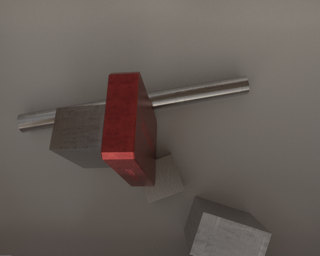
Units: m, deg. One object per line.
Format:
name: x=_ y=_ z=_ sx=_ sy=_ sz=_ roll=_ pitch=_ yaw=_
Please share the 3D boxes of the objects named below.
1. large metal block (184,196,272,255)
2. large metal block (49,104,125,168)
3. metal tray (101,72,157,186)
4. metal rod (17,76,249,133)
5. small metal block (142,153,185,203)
large metal block: x=0.079 y=0.129 z=0.385 sx=0.080 sy=0.080 sz=0.050 roll=18 pitch=90 yaw=-1
large metal block: x=-0.069 y=0.013 z=0.368 sx=0.080 sy=0.080 sz=0.050 roll=-3 pitch=67 yaw=14
metal tray: x=-0.028 y=0.008 z=0.345 sx=0.030 sy=0.130 sz=0.090 roll=-1 pitch=68 yaw=7
metal rod: x=-0.034 y=-0.032 z=0.410 sx=0.302 sy=0.025 sz=0.025 roll=-10 pitch=90 yaw=-1
small metal block: x=0.000 y=0.065 z=0.412 sx=0.050 sy=0.025 sz=0.050 roll=-20 pitch=90 yaw=-1
